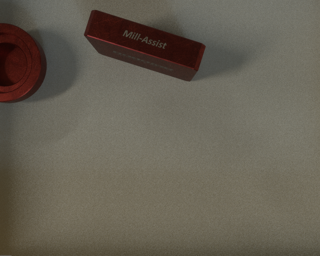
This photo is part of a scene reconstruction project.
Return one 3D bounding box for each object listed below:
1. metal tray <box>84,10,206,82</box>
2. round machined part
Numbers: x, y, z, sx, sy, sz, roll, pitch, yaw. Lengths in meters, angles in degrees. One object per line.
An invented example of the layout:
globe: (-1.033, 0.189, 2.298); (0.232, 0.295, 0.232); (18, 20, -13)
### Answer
metal tray: (-0.017, -0.096, 0.378); (0.131, 0.090, 0.030); (17, 90, -1)
round machined part: (-0.196, -0.080, 0.400); (0.099, 0.042, 0.097); (0, 90, -1)
